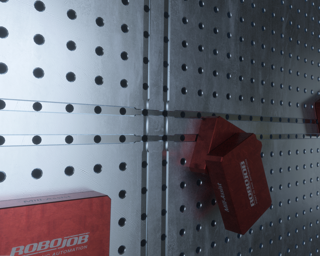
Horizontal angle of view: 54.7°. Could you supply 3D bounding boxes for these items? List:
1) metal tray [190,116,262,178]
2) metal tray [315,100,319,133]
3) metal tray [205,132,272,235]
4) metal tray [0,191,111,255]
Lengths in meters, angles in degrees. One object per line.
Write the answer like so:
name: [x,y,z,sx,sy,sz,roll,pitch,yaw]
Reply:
metal tray: [0.112,0.044,0.503,0.131,0.030,0.090,26,73,-37]
metal tray: [0.438,-0.042,0.778,0.131,0.030,0.089,-28,108,-37]
metal tray: [0.123,0.082,0.472,0.091,0.030,0.129,-29,109,-36]
metal tray: [-0.115,0.116,0.311,0.131,0.030,0.089,3,88,-40]
